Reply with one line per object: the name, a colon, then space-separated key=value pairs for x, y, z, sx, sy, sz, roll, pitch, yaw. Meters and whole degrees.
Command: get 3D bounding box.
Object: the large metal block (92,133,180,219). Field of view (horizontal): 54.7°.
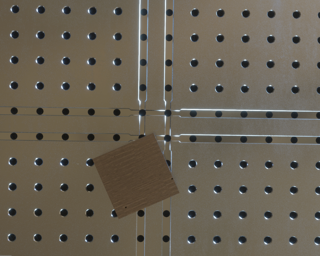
large metal block: x=-0.029 y=0.058 z=0.401 sx=0.080 sy=0.050 sz=0.080 roll=-23 pitch=90 yaw=-1
